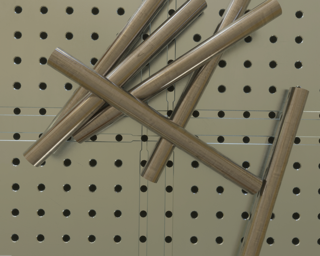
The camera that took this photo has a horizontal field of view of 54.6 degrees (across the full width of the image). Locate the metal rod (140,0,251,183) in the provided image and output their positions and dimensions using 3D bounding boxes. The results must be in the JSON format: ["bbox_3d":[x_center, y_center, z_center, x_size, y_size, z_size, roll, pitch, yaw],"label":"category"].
[{"bbox_3d":[0.053,-0.065,0.413,0.025,0.025,0.299,27,90,0],"label":"metal rod"}]

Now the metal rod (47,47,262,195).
[{"bbox_3d":[0.001,-0.003,0.384,0.301,0.025,0.025,33,90,-10],"label":"metal rod"}]

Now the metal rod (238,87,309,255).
[{"bbox_3d":[0.142,0.092,0.414,0.025,0.025,0.299,17,90,0],"label":"metal rod"}]

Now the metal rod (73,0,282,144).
[{"bbox_3d":[0.015,-0.069,0.395,0.300,0.025,0.025,-32,90,7],"label":"metal rod"}]

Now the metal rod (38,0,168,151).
[{"bbox_3d":[-0.066,-0.090,0.412,0.025,0.025,0.300,37,90,0],"label":"metal rod"}]

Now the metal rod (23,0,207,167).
[{"bbox_3d":[-0.053,-0.065,0.398,0.300,0.025,0.025,-44,90,-6],"label":"metal rod"}]
